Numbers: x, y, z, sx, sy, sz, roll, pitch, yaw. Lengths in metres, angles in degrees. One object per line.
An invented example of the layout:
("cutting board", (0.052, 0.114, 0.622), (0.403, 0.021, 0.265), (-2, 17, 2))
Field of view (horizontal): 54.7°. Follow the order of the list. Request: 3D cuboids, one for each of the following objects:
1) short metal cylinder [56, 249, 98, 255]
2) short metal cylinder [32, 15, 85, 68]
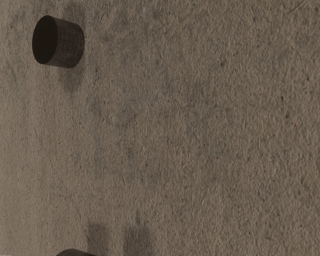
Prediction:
("short metal cylinder", (-0.128, 0.231, 0.472), (0.050, 0.081, 0.080), (-4, 87, 40))
("short metal cylinder", (-0.174, -0.145, 0.529), (0.080, 0.050, 0.079), (0, 90, 39))
